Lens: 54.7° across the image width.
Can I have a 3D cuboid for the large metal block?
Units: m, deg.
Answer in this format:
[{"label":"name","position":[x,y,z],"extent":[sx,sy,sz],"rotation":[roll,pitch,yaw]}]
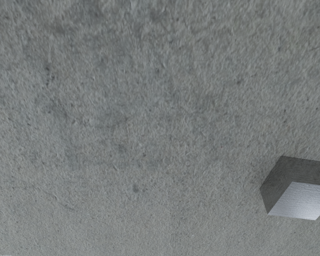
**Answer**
[{"label":"large metal block","position":[0.212,0.093,0.473],"extent":[0.081,0.050,0.079],"rotation":[9,130,-8]}]
